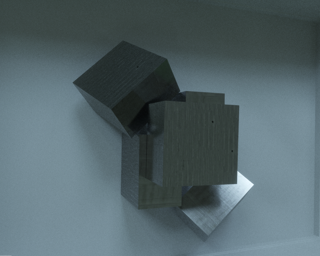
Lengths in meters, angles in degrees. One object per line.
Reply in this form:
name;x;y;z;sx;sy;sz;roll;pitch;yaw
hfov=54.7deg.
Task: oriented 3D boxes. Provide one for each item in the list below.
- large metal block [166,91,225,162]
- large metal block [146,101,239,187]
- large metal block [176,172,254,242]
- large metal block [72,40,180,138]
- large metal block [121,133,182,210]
large metal block;0.038;-0.001;0.392;0.050;0.080;0.080;1;90;-20
large metal block;0.033;0.015;0.322;0.081;0.050;0.080;2;90;-20
large metal block;0.067;0.094;0.396;0.080;0.080;0.050;-43;69;-15
large metal block;-0.038;-0.047;0.358;0.080;0.080;0.050;-45;139;-15
large metal block;-0.013;0.047;0.375;0.050;0.080;0.080;1;90;-20
